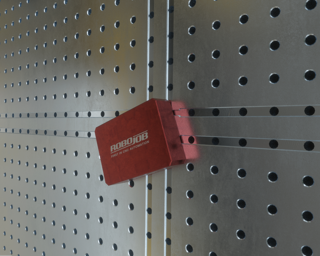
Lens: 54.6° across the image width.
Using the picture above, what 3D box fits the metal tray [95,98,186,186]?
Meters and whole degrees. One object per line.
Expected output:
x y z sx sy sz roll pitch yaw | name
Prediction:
-0.033 0.023 0.435 0.130 0.030 0.090 -23 75 37 | metal tray
